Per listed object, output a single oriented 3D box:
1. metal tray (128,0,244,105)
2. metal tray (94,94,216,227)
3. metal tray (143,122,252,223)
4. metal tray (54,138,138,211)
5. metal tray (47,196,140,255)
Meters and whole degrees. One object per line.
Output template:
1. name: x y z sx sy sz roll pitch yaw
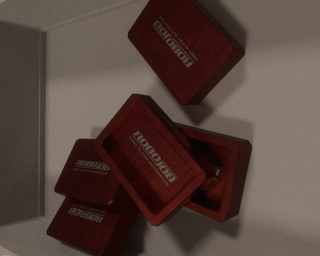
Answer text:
1. metal tray: 0.026 -0.102 0.373 0.090 0.030 0.130 -48 67 30
2. metal tray: -0.011 0.034 0.361 0.090 0.030 0.130 -48 68 20
3. metal tray: 0.036 0.045 0.372 0.130 0.030 0.089 15 100 38
4. metal tray: -0.088 0.062 0.448 0.130 0.030 0.090 0 61 39
5. metal tray: -0.097 0.129 0.449 0.130 0.030 0.090 -1 52 39
